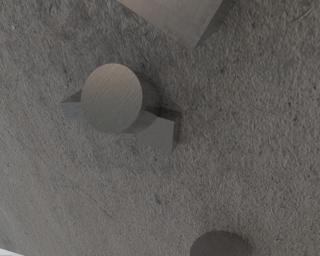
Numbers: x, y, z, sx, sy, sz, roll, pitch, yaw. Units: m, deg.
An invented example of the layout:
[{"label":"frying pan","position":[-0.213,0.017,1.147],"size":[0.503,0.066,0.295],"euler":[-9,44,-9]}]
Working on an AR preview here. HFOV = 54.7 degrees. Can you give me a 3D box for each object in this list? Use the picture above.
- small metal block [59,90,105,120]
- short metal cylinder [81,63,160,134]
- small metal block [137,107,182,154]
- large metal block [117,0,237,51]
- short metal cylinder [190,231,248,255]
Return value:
[{"label":"small metal block","position":[-0.097,-0.034,0.421],"size":[0.050,0.050,0.025],"euler":[0,119,28]},{"label":"short metal cylinder","position":[-0.047,-0.033,0.373],"size":[0.080,0.050,0.080],"euler":[-1,89,22]},{"label":"small metal block","position":[-0.001,0.000,0.408],"size":[0.050,0.025,0.050],"euler":[16,125,19]},{"label":"large metal block","position":[0.022,-0.124,0.283],"size":[0.080,0.080,0.050],"euler":[35,129,4]},{"label":"short metal cylinder","position":[0.087,0.197,0.448],"size":[0.080,0.080,0.050],"euler":[2,120,27]}]
